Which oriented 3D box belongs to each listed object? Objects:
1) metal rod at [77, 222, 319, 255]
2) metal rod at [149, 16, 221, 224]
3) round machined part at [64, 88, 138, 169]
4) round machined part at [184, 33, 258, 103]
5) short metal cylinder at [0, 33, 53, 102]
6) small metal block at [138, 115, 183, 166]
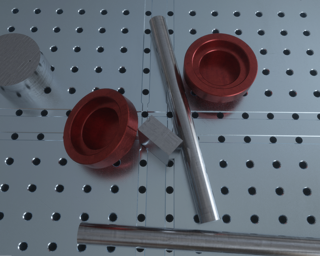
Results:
[{"bbox_3d":[0.056,0.133,0.363,0.302,0.025,0.025,3,70,1],"label":"metal rod"},{"bbox_3d":[0.028,-0.025,0.420,0.025,0.025,0.299,-12,70,-4],"label":"metal rod"},{"bbox_3d":[-0.068,0.003,0.387,0.098,0.042,0.098,-11,64,25],"label":"round machined part"},{"bbox_3d":[0.081,-0.079,0.432,0.099,0.042,0.098,0,70,0],"label":"round machined part"},{"bbox_3d":[-0.196,-0.082,0.427,0.081,0.050,0.080,0,70,0],"label":"short metal cylinder"},{"bbox_3d":[0.000,0.017,0.392,0.050,0.050,0.025,40,73,13],"label":"small metal block"}]
